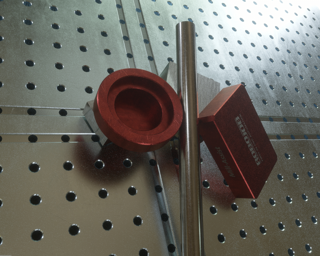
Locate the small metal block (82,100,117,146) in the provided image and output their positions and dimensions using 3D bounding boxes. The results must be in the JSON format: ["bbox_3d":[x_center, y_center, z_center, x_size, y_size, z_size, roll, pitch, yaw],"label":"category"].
[{"bbox_3d":[-0.058,-0.013,0.381,0.050,0.025,0.050,-25,75,-37],"label":"small metal block"}]

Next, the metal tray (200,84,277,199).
[{"bbox_3d":[0.106,0.018,0.414,0.090,0.030,0.130,-45,113,-38],"label":"metal tray"}]

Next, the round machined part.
[{"bbox_3d":[-0.027,-0.016,0.353,0.099,0.042,0.098,11,58,-19],"label":"round machined part"}]

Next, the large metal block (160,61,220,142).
[{"bbox_3d":[0.034,-0.033,0.427,0.080,0.050,0.080,21,54,-16],"label":"large metal block"}]

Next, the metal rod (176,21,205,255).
[{"bbox_3d":[0.034,0.015,0.362,0.025,0.025,0.299,6,75,-25],"label":"metal rod"}]
